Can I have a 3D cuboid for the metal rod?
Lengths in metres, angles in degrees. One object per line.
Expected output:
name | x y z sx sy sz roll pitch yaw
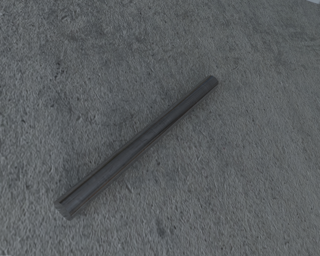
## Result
metal rod | -0.007 0.005 0.399 0.025 0.025 0.302 46 51 4
